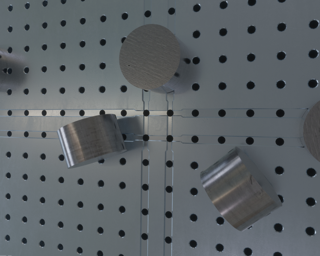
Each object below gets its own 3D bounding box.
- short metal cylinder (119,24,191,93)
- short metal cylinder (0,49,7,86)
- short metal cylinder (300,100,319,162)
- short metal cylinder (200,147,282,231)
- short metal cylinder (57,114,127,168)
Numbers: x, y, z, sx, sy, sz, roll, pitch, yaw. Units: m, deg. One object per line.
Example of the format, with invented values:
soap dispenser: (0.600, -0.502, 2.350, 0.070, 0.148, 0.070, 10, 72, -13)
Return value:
short metal cylinder: (-0.005, -0.087, 0.401, 0.080, 0.050, 0.079, 0, 90, 20)
short metal cylinder: (-0.301, -0.102, 0.506, 0.080, 0.050, 0.079, 0, 90, 20)
short metal cylinder: (0.195, 0.003, 0.330, 0.080, 0.050, 0.079, 0, 90, 20)
short metal cylinder: (0.091, 0.068, 0.351, 0.050, 0.080, 0.080, -40, 78, 16)
short metal cylinder: (-0.090, 0.018, 0.415, 0.080, 0.080, 0.050, -21, 83, 19)
